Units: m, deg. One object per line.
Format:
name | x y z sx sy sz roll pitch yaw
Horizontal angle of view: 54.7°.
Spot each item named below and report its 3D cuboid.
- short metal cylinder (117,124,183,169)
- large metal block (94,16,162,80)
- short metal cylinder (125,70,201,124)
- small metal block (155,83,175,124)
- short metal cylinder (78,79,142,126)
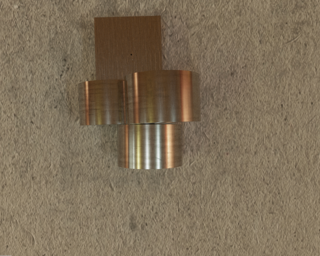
short metal cylinder | -0.012 0.021 0.384 0.081 0.080 0.050 0 90 0
large metal block | -0.038 -0.095 0.399 0.081 0.050 0.080 -2 90 0
short metal cylinder | 0.003 -0.031 0.334 0.081 0.080 0.050 -2 90 0
small metal block | 0.007 -0.030 0.401 0.025 0.050 0.050 1 90 0
short metal cylinder | -0.059 -0.029 0.384 0.081 0.080 0.050 -2 90 0
